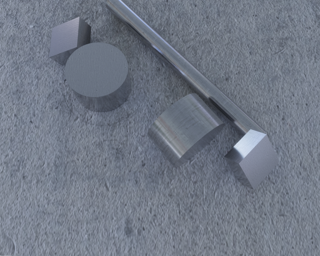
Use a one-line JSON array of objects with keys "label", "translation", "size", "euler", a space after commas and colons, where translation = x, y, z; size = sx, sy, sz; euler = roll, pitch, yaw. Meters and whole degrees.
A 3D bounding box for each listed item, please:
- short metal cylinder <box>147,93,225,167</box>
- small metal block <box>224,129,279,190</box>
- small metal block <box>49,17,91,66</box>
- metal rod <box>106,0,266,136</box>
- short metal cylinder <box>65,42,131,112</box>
[{"label": "short metal cylinder", "translation": [0.032, 0.004, 0.378], "size": [0.080, 0.080, 0.050], "euler": [-37, 75, -13]}, {"label": "small metal block", "translation": [0.114, 0.039, 0.381], "size": [0.050, 0.050, 0.025], "euler": [-43, 31, -14]}, {"label": "small metal block", "translation": [-0.127, -0.123, 0.441], "size": [0.050, 0.025, 0.050], "euler": [-11, 68, 25]}, {"label": "metal rod", "translation": [0.028, -0.090, 0.441], "size": [0.025, 0.025, 0.300], "euler": [-41, 75, -14]}, {"label": "short metal cylinder", "translation": [-0.081, -0.067, 0.418], "size": [0.081, 0.050, 0.080], "euler": [0, 70, -1]}]
